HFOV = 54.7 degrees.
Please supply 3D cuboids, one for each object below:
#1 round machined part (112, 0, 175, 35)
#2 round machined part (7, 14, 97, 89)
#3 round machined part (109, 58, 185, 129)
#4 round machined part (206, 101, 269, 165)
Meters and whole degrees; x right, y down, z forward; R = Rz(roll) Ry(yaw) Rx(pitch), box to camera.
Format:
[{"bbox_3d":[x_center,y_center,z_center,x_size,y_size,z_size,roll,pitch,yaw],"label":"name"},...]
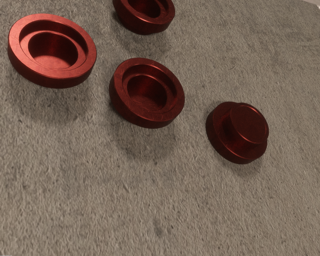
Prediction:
[{"bbox_3d":[-0.029,-0.188,0.494,0.099,0.042,0.098,14,56,-21],"label":"round machined part"},{"bbox_3d":[-0.131,-0.088,0.377,0.099,0.042,0.098,14,56,-21],"label":"round machined part"},{"bbox_3d":[-0.020,-0.041,0.409,0.099,0.042,0.098,14,56,-21],"label":"round machined part"},{"bbox_3d":[0.121,0.001,0.460,0.099,0.042,0.098,14,56,-21],"label":"round machined part"}]
